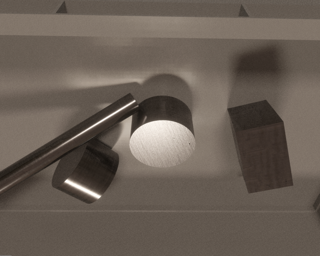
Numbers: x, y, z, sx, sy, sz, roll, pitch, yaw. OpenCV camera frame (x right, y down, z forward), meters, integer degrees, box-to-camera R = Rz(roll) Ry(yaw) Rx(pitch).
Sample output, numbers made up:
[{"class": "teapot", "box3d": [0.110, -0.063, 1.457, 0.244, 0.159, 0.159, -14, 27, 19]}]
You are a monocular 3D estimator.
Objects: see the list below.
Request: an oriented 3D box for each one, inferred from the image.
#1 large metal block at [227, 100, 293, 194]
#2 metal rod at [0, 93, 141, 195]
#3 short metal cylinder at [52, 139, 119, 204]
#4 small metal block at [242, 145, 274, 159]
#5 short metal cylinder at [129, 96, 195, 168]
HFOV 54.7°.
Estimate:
[{"class": "large metal block", "box3d": [0.119, 0.020, 0.377, 0.050, 0.080, 0.080, -13, 110, 10]}, {"class": "metal rod", "box3d": [-0.158, 0.046, 0.372, 0.301, 0.025, 0.025, -32, 127, -4]}, {"class": "short metal cylinder", "box3d": [-0.100, 0.055, 0.418, 0.050, 0.080, 0.080, 36, 121, -27]}, {"class": "small metal block", "box3d": [0.144, 0.047, 0.452, 0.050, 0.025, 0.050, -10, 130, 8]}, {"class": "short metal cylinder", "box3d": [0.003, 0.005, 0.397, 0.081, 0.050, 0.079, -1, 130, 0]}]
